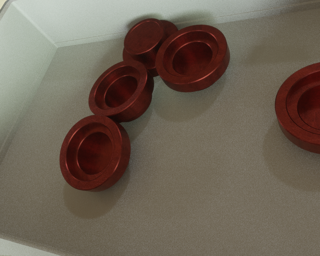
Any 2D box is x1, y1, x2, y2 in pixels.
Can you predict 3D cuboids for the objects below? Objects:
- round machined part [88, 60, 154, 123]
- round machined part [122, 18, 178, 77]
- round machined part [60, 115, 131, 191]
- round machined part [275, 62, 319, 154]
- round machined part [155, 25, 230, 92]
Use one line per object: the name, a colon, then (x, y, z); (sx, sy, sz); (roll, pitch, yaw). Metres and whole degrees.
round machined part: (-0.051, -0.047, 0.448); (0.098, 0.042, 0.098); (-16, 52, 23)
round machined part: (-0.016, -0.130, 0.480); (0.098, 0.042, 0.098); (-12, 60, 22)
round machined part: (-0.080, 0.035, 0.407); (0.098, 0.042, 0.098); (-9, 70, 25)
round machined part: (0.172, -0.017, 0.315); (0.098, 0.042, 0.098); (-13, 56, 21)
round machined part: (0.047, -0.089, 0.423); (0.098, 0.042, 0.098); (-11, 59, 19)
